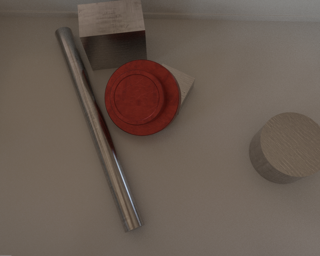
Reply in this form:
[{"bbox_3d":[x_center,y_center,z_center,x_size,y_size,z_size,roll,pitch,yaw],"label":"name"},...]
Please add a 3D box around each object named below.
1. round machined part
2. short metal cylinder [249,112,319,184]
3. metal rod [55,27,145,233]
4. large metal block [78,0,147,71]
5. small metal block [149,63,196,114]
[{"bbox_3d":[-0.024,-0.038,0.394,0.098,0.042,0.097,1,94,11],"label":"round machined part"},{"bbox_3d":[0.159,0.027,0.389,0.081,0.050,0.080,0,70,0],"label":"short metal cylinder"},{"bbox_3d":[-0.086,-0.011,0.412,0.025,0.025,0.299,-21,72,-8],"label":"metal rod"},{"bbox_3d":[-0.062,-0.126,0.426,0.081,0.080,0.050,-7,71,-3],"label":"large metal block"},{"bbox_3d":[0.015,-0.054,0.430,0.050,0.025,0.050,26,72,8],"label":"small metal block"}]
